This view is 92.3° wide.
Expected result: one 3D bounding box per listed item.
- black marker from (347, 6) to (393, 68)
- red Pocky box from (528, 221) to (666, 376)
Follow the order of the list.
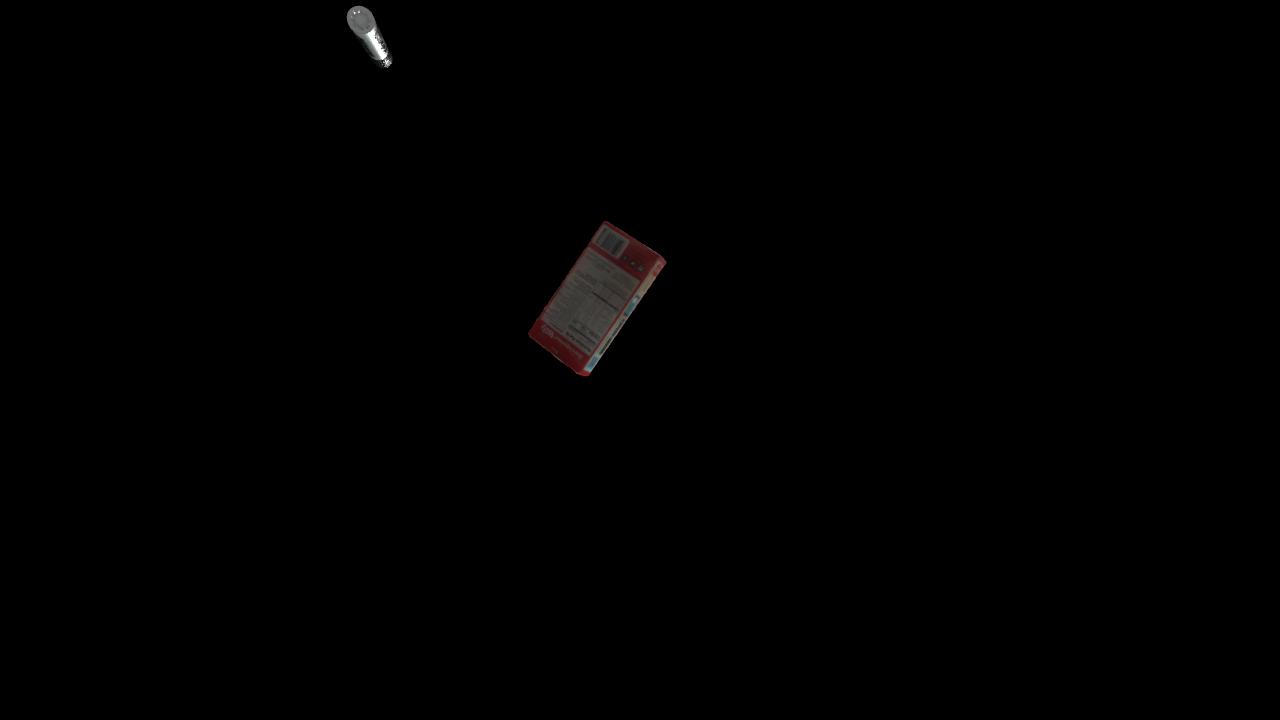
[{"bbox_3d":[-0.217,-0.259,0.500,0.020,0.020,0.121,0,13,-16],"label":"black marker"},{"bbox_3d":[-0.048,-0.067,0.676,0.083,0.155,0.028,36,4,20],"label":"red Pocky box"}]
